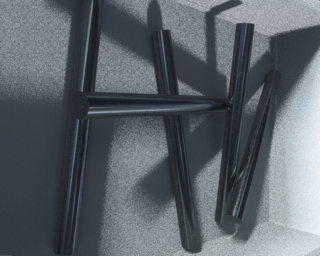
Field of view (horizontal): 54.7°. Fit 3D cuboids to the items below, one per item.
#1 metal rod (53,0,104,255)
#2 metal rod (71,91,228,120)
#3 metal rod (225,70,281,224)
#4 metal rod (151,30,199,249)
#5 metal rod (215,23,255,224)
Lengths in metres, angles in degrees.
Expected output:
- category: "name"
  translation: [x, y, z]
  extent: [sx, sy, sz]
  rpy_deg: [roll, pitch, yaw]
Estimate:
- category: "metal rod"
  translation: [-0.086, -0.020, 0.334]
  extent: [0.025, 0.025, 0.298]
  rpy_deg: [8, 85, -40]
- category: "metal rod"
  translation: [0.024, -0.029, 0.387]
  extent: [0.302, 0.025, 0.025]
  rpy_deg: [-6, 94, -51]
- category: "metal rod"
  translation: [0.160, 0.013, 0.509]
  extent: [0.025, 0.025, 0.300]
  rpy_deg: [47, 53, -30]
- category: "metal rod"
  translation: [0.022, 0.020, 0.425]
  extent: [0.025, 0.025, 0.298]
  rpy_deg: [-14, 99, -39]
- category: "metal rod"
  translation: [0.110, 0.000, 0.463]
  extent: [0.025, 0.025, 0.298]
  rpy_deg: [-5, 104, -40]
